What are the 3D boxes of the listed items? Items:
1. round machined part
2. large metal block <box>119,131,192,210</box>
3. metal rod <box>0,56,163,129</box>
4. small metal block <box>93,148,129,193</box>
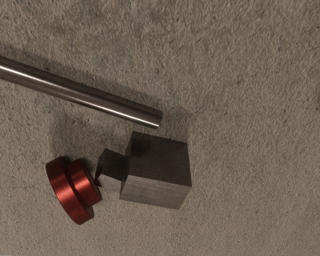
[{"bbox_3d":[-0.115,0.082,0.434,0.042,0.098,0.098,-29,129,-10],"label":"round machined part"},{"bbox_3d":[-0.006,0.056,0.419,0.081,0.080,0.050,13,129,-12],"label":"large metal block"},{"bbox_3d":[-0.140,-0.055,0.357,0.302,0.025,0.025,18,128,-16],"label":"metal rod"},{"bbox_3d":[-0.063,0.063,0.443,0.050,0.050,0.025,25,125,-21],"label":"small metal block"}]
